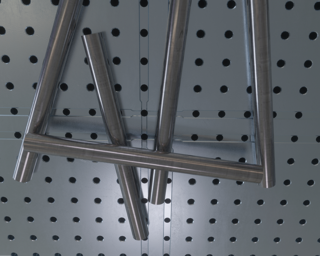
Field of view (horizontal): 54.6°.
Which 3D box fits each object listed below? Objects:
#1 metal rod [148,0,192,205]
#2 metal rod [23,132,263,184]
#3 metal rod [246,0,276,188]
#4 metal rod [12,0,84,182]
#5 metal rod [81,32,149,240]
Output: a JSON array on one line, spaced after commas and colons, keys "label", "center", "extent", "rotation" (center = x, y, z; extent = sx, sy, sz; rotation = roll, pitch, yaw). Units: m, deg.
[{"label": "metal rod", "center": [0.011, -0.034, 0.400], "extent": [0.025, 0.025, 0.298], "rotation": [6, 110, -2]}, {"label": "metal rod", "center": [-0.018, 0.039, 0.399], "extent": [0.302, 0.025, 0.025], "rotation": [8, 110, -4]}, {"label": "metal rod", "center": [0.128, -0.059, 0.392], "extent": [0.025, 0.025, 0.298], "rotation": [-9, 110, 3]}, {"label": "metal rod", "center": [-0.139, -0.061, 0.389], "extent": [0.025, 0.025, 0.298], "rotation": [21, 109, -8]}, {"label": "metal rod", "center": [-0.055, 0.025, 0.422], "extent": [0.025, 0.025, 0.298], "rotation": [-10, 110, 3]}]
